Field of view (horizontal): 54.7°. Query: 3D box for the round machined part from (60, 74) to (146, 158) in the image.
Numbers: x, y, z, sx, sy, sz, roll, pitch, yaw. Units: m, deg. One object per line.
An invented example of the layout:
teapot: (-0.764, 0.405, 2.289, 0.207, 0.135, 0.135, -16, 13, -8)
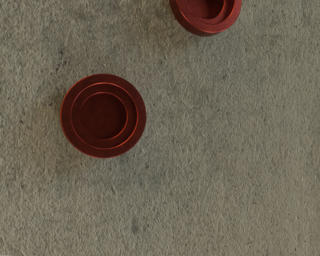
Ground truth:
round machined part: (-0.070, -0.014, 0.374, 0.099, 0.042, 0.097, 0, 90, -20)

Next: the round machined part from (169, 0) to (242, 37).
round machined part: (0.057, -0.173, 0.421, 0.099, 0.042, 0.097, 0, 90, -20)
